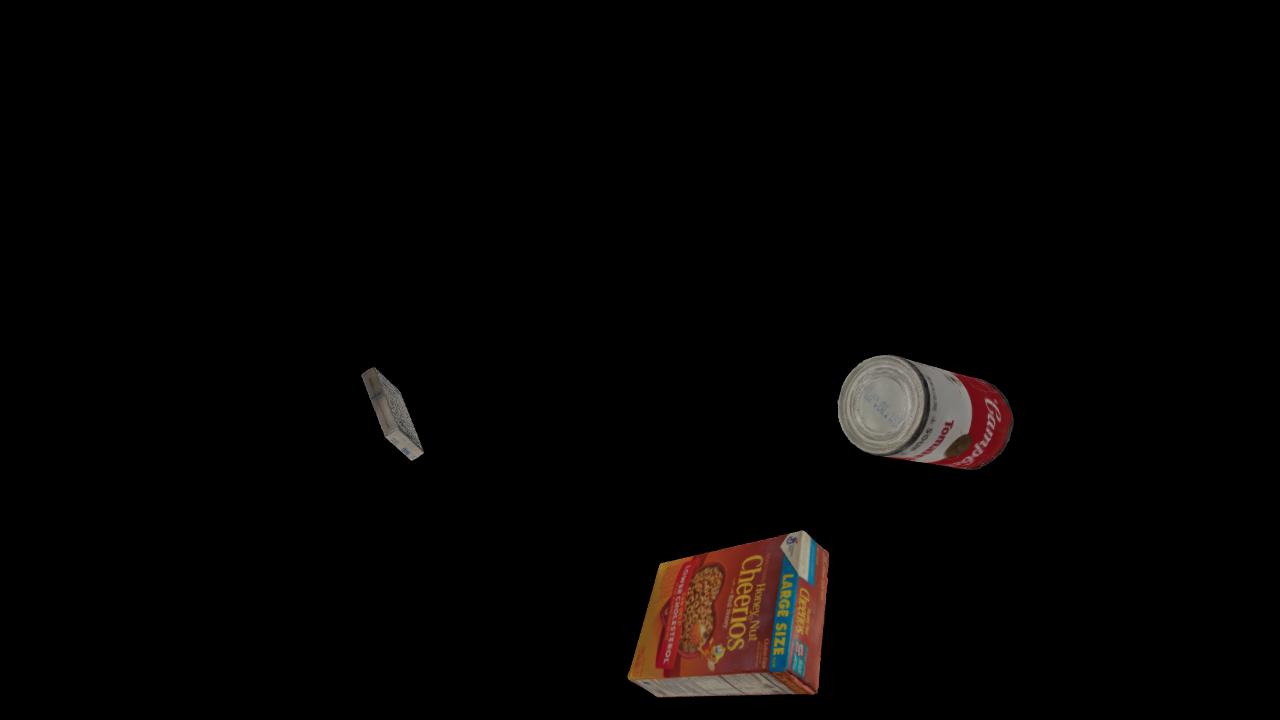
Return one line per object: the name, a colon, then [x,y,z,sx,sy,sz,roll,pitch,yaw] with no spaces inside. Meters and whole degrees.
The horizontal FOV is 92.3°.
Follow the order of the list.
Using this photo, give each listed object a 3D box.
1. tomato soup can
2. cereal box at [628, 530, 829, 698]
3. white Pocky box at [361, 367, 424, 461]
tomato soup can: [0.194,0.036,0.420,0.101,0.068,0.068,13,-7,-31]
cereal box: [0.130,0.385,0.921,0.081,0.203,0.306,42,-46,-20]
white Pocky box: [-0.401,0.086,0.999,0.028,0.154,0.084,-33,-38,-8]
